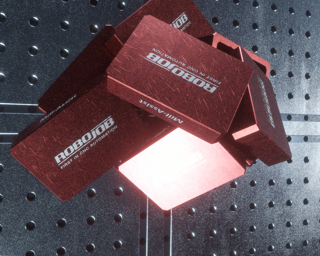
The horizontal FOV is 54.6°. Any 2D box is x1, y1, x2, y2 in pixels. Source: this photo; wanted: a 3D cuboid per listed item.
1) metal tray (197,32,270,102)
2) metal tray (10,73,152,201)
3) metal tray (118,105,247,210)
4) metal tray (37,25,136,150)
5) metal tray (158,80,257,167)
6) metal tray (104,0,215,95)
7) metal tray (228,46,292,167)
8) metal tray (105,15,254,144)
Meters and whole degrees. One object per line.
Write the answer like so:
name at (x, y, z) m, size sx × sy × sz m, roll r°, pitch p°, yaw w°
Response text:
metal tray at (0.097, -0.063, 0.422) m, size 0.131 × 0.030 × 0.090 m, roll 12°, pitch 85°, yaw -40°
metal tray at (-0.086, 0.011, 0.354) m, size 0.130 × 0.030 × 0.090 m, roll -38°, pitch 118°, yaw -5°
metal tray at (0.024, 0.041, 0.372) m, size 0.090 × 0.130 × 0.030 m, roll 45°, pitch 34°, yaw -16°
metal tray at (-0.072, -0.049, 0.382) m, size 0.090 × 0.030 × 0.130 m, roll 41°, pitch 77°, yaw -16°
metal tray at (0.062, -0.008, 0.401) m, size 0.130 × 0.090 × 0.030 m, roll 46°, pitch 76°, yaw -14°
metal tray at (0.005, -0.114, 0.391) m, size 0.090 × 0.030 × 0.130 m, roll 49°, pitch 61°, yaw -15°
metal tray at (0.118, -0.028, 0.386) m, size 0.090 × 0.030 × 0.130 m, roll 33°, pitch 43°, yaw -38°
metal tray at (0.021, -0.052, 0.324) m, size 0.130 × 0.030 × 0.090 m, roll 27°, pitch 66°, yaw 2°
